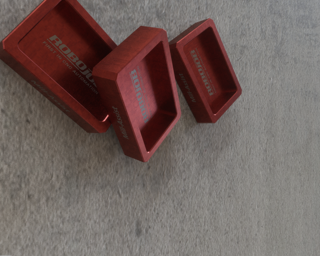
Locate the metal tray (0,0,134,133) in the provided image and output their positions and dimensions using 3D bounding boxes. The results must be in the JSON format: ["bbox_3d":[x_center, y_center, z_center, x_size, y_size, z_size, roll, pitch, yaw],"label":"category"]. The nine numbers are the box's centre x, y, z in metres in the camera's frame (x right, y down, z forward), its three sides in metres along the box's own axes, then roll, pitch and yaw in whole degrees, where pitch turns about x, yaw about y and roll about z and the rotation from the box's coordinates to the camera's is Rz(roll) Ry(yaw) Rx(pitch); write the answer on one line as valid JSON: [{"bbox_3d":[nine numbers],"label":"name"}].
[{"bbox_3d":[-0.088,-0.067,0.328,0.130,0.030,0.090,46,62,-31],"label":"metal tray"}]

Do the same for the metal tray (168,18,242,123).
[{"bbox_3d":[0.067,-0.083,0.459,0.090,0.030,0.130,-44,117,-31],"label":"metal tray"}]

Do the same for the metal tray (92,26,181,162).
[{"bbox_3d":[-0.018,-0.035,0.349,0.090,0.030,0.129,-52,146,-32],"label":"metal tray"}]
